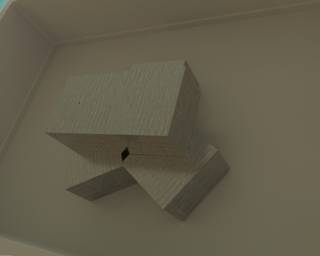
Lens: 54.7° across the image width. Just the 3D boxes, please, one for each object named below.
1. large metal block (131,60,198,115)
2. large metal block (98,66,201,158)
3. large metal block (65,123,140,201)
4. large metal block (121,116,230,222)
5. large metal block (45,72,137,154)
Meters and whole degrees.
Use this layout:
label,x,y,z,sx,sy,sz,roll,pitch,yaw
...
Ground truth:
label,x,y,z,sx,sy,sz,roll,pitch,yaw
large metal block,-0.002,-0.041,0.414,0.080,0.050,0.080,2,62,29
large metal block,-0.008,-0.017,0.336,0.080,0.050,0.080,1,62,28
large metal block,-0.075,0.038,0.404,0.080,0.050,0.080,-23,53,14
large metal block,0.017,0.043,0.351,0.080,0.050,0.080,-47,51,-5
large metal block,-0.078,-0.018,0.375,0.080,0.050,0.080,1,62,28
